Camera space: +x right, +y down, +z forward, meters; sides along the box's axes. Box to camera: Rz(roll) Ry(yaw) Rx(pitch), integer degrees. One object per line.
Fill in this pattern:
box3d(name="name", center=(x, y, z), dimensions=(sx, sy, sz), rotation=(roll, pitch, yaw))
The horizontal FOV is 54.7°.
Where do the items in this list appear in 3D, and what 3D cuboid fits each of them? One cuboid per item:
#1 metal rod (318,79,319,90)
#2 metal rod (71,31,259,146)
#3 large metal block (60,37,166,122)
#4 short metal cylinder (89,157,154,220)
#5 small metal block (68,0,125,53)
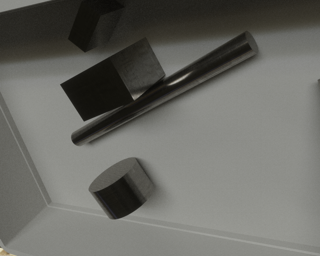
box3d(name="metal rod", center=(0.194, 0.097, 0.285), dimensions=(0.025, 0.025, 0.298), rotation=(-14, 85, 33))
box3d(name="metal rod", center=(-0.018, -0.034, 0.395), dimensions=(0.299, 0.025, 0.025), rotation=(-25, 105, 36))
box3d(name="large metal block", center=(-0.053, -0.058, 0.364), dimensions=(0.080, 0.080, 0.050), rotation=(-18, 109, 35))
box3d(name="short metal cylinder", center=(-0.056, 0.087, 0.455), dimensions=(0.080, 0.080, 0.050), rotation=(-22, 107, 36))
box3d(name="small metal block", center=(-0.072, -0.120, 0.355), dimensions=(0.025, 0.050, 0.050), rotation=(39, 129, 1))
